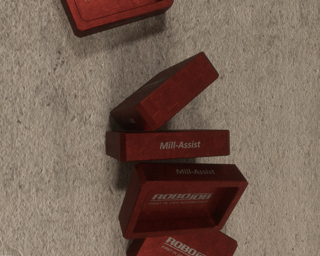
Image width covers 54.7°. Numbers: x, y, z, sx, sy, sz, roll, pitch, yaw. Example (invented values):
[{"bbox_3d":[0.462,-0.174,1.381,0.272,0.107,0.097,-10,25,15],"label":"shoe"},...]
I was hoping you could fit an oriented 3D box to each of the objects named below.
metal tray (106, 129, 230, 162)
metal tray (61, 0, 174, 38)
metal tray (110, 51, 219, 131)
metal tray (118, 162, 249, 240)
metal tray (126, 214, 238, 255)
[{"bbox_3d":[0.007,0.018,0.377,0.131,0.090,0.030,-1,91,-20],"label":"metal tray"},{"bbox_3d":[-0.058,-0.176,0.385,0.131,0.030,0.090,-23,98,-19],"label":"metal tray"},{"bbox_3d":[-0.002,-0.036,0.353,0.090,0.130,0.030,-41,103,-16],"label":"metal tray"},{"bbox_3d":[0.026,0.084,0.358,0.131,0.030,0.089,4,123,-24],"label":"metal tray"},{"bbox_3d":[0.032,0.165,0.420,0.130,0.030,0.090,33,79,-17],"label":"metal tray"}]
